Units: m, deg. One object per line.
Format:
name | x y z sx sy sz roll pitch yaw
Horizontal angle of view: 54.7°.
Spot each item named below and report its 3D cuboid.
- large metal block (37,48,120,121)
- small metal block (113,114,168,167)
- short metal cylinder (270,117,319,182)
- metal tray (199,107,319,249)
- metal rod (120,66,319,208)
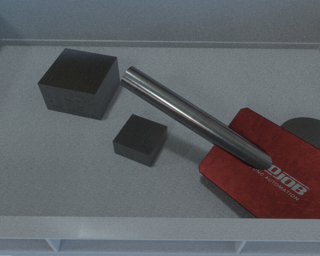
large metal block | -0.110 -0.064 0.441 0.080 0.050 0.080 12 51 9
small metal block | -0.024 0.015 0.392 0.050 0.025 0.050 20 53 15
short metal cylinder | 0.171 0.034 0.363 0.081 0.050 0.080 0 50 0
metal tray | 0.117 0.048 0.325 0.130 0.030 0.090 38 93 33
metal rod | 0.089 0.023 0.328 0.301 0.025 0.025 33 56 5
